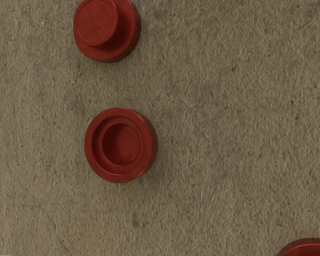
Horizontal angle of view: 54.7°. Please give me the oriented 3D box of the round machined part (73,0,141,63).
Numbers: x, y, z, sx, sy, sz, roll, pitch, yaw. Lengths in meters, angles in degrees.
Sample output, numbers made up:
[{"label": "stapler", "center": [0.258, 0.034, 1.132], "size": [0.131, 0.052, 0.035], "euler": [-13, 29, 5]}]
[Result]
[{"label": "round machined part", "center": [-0.079, -0.142, 0.428], "size": [0.098, 0.042, 0.097], "euler": [0, 90, 20]}]

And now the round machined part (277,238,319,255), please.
[{"label": "round machined part", "center": [0.174, 0.176, 0.338], "size": [0.098, 0.042, 0.097], "euler": [0, 90, 20]}]

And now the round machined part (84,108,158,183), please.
[{"label": "round machined part", "center": [-0.048, 0.022, 0.417], "size": [0.098, 0.042, 0.097], "euler": [0, 90, 20]}]
